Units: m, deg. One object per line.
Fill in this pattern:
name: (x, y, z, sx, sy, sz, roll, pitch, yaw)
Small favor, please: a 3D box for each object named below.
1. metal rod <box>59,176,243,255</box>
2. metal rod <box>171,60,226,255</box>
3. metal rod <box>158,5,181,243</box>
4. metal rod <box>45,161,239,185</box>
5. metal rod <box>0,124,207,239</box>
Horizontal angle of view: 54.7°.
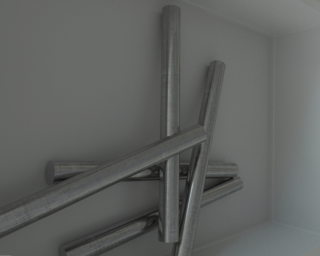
metal rod: (0.014, 0.114, 0.419, 0.302, 0.025, 0.025, -11, 97, -40)
metal rod: (0.056, 0.037, 0.428, 0.025, 0.025, 0.299, 31, 63, -36)
metal rod: (0.013, -0.012, 0.395, 0.025, 0.025, 0.298, 9, 78, -40)
metal rod: (0.004, 0.057, 0.410, 0.302, 0.025, 0.025, 6, 87, -40)
metal rod: (-0.067, 0.054, 0.317, 0.302, 0.025, 0.025, -22, 104, -32)
